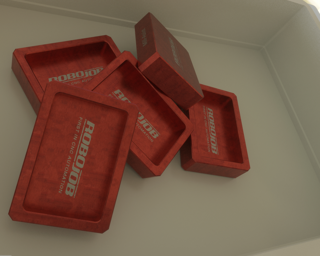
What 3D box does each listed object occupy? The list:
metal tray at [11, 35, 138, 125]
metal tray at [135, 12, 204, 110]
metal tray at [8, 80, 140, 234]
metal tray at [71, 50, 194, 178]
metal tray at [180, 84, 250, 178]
[{"bbox_3d":[-0.101,-0.065,0.386,0.131,0.030,0.090,-23,74,-36],"label":"metal tray"},{"bbox_3d":[0.010,-0.093,0.420,0.090,0.030,0.130,38,27,-32],"label":"metal tray"},{"bbox_3d":[-0.081,0.029,0.303,0.091,0.030,0.129,16,84,-19],"label":"metal tray"},{"bbox_3d":[-0.028,-0.015,0.368,0.130,0.030,0.090,48,56,-14],"label":"metal tray"},{"bbox_3d":[0.073,0.001,0.441,0.091,0.030,0.130,12,57,-22],"label":"metal tray"}]
